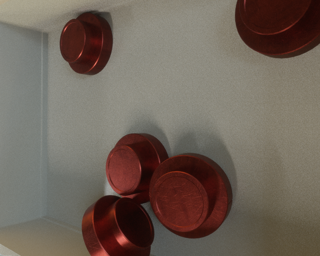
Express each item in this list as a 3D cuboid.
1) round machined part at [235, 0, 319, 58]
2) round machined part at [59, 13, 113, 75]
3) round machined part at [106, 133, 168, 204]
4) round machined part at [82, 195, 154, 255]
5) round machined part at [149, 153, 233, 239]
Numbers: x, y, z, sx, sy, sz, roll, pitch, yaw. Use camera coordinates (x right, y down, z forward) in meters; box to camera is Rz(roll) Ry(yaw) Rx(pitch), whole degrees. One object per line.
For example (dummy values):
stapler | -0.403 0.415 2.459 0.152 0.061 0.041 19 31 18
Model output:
round machined part | 0.117 -0.120 0.299 0.098 0.042 0.097 0 90 40
round machined part | -0.125 -0.136 0.499 0.098 0.042 0.097 0 90 40
round machined part | -0.037 0.056 0.426 0.098 0.042 0.097 0 90 40
round machined part | -0.045 0.127 0.388 0.042 0.098 0.098 -39 66 21
round machined part | 0.030 0.080 0.357 0.098 0.042 0.097 2 94 26
